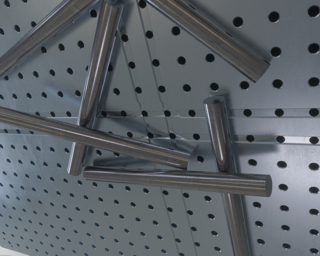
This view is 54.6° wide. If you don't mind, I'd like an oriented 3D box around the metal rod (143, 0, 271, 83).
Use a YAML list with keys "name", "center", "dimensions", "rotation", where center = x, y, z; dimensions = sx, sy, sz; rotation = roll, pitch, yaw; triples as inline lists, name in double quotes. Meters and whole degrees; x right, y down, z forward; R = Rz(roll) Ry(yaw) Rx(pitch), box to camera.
- name: "metal rod"
  center: [-0.013, -0.148, 0.327]
  dimensions: [0.300, 0.025, 0.025]
  rotation: [38, 129, 3]

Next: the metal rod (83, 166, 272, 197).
- name: "metal rod"
  center: [0.001, 0.070, 0.433]
  dimensions: [0.300, 0.025, 0.025]
  rotation: [-3, 117, 36]

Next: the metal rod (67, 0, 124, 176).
- name: "metal rod"
  center: [-0.100, -0.035, 0.442]
  dimensions: [0.025, 0.025, 0.298]
  rotation: [30, 128, 9]

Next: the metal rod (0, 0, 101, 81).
- name: "metal rod"
  center: [-0.173, -0.118, 0.423]
  dimensions: [0.299, 0.025, 0.025]
  rotation: [-19, 108, 37]

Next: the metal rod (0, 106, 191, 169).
- name: "metal rod"
  center: [-0.105, 0.012, 0.444]
  dimensions: [0.301, 0.025, 0.025]
  rotation: [13, 125, 9]

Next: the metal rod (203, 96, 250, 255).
- name: "metal rod"
  center: [0.098, 0.099, 0.420]
  dimensions: [0.025, 0.025, 0.299]
  rotation: [-1, 118, 29]
